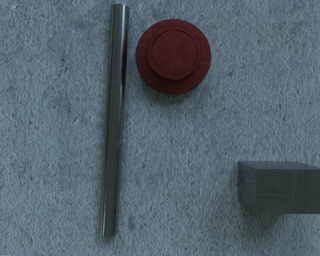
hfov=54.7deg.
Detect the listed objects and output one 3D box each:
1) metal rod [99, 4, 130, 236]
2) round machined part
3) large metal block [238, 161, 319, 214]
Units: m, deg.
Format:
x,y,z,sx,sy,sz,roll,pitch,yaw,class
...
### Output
x,y,z,sx,sy,sz,roll,pitch,yaw,class
-0.060,-0.010,0.409,0.025,0.025,0.298,3,90,-1,metal rod
0.018,-0.094,0.402,0.099,0.042,0.097,0,90,-1,round machined part
0.147,0.071,0.385,0.081,0.080,0.050,1,90,-1,large metal block
